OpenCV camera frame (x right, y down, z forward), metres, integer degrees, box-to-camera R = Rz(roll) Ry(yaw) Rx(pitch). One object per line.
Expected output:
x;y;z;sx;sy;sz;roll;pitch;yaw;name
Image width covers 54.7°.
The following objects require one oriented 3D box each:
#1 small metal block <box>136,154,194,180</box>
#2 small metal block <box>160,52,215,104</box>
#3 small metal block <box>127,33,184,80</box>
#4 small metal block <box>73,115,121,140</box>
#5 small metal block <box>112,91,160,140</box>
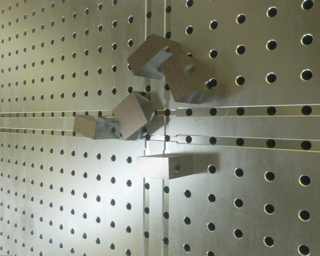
0.007;0.047;0.386;0.050;0.050;0.025;-3;88;39;small metal block
0.033;-0.057;0.364;0.025;0.050;0.050;-32;70;35;small metal block
-0.005;-0.089;0.395;0.050;0.050;0.025;-36;68;34;small metal block
-0.094;-0.002;0.468;0.050;0.050;0.025;18;102;38;small metal block
-0.035;-0.017;0.436;0.050;0.025;0.050;-38;67;33;small metal block
